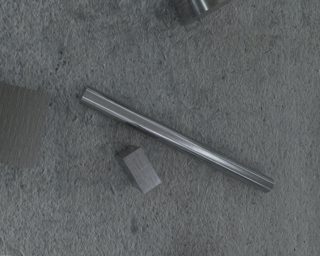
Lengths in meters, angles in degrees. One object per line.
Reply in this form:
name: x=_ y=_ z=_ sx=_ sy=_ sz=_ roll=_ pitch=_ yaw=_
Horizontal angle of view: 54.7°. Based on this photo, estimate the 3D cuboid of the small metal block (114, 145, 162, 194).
small metal block: x=-0.029 y=0.050 z=0.385 sx=0.025 sy=0.050 sz=0.050 roll=-33 pitch=101 yaw=-17

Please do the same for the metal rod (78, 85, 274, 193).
metal rod: x=0.035 y=0.023 z=0.422 sx=0.301 sy=0.025 sz=0.025 roll=27 pitch=81 yaw=-18

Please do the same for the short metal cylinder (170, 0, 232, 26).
short metal cylinder: x=0.054 y=-0.174 z=0.400 sx=0.080 sy=0.080 sz=0.050 roll=-31 pitch=101 yaw=-17

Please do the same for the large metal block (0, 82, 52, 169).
large metal block: x=-0.168 y=-0.006 z=0.334 sx=0.081 sy=0.050 sz=0.080 roll=13 pitch=86 yaw=-20
